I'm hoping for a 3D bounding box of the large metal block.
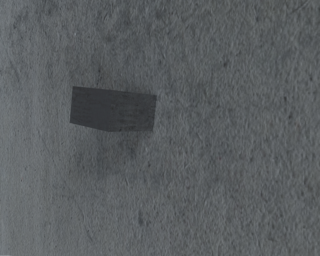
[{"bbox_3d":[-0.063,-0.026,0.423,0.080,0.081,0.050,11,97,39],"label":"large metal block"}]
